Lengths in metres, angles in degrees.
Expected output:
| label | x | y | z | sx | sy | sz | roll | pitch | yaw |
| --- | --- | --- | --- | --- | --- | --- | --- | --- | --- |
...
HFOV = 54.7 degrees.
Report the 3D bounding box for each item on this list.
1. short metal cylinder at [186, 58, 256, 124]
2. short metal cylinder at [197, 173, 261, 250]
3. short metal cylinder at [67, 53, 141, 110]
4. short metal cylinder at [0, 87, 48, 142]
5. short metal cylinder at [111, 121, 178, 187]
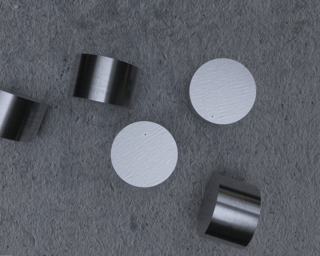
| label | x | y | z | sx | sy | sz | roll | pitch | yaw |
| --- | --- | --- | --- | --- | --- | --- | --- | --- | --- |
| short metal cylinder | 0.076 | -0.044 | 0.398 | 0.081 | 0.050 | 0.080 | 0 | 90 | 0 |
| short metal cylinder | 0.083 | 0.102 | 0.383 | 0.050 | 0.080 | 0.080 | 18 | 90 | 0 |
| short metal cylinder | -0.068 | -0.055 | 0.382 | 0.080 | 0.080 | 0.050 | 12 | 90 | 0 |
| short metal cylinder | -0.187 | -0.020 | 0.381 | 0.080 | 0.080 | 0.050 | 20 | 90 | 0 |
| short metal cylinder | -0.019 | 0.031 | 0.397 | 0.081 | 0.050 | 0.080 | 0 | 90 | 0 |
